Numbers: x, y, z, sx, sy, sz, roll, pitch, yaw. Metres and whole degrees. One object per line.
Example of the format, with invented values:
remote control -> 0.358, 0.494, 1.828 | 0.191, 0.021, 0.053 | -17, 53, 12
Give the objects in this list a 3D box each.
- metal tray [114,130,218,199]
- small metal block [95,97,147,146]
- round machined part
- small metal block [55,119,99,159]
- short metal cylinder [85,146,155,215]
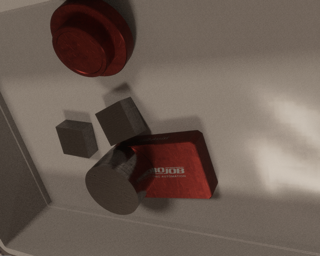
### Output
metal tray -> 0.006, 0.054, 0.434 | 0.130, 0.030, 0.090 | -7, 116, 30
small metal block -> -0.054, -0.008, 0.424 | 0.050, 0.025, 0.050 | -23, 94, 36
round machined part -> -0.084, -0.098, 0.362 | 0.098, 0.042, 0.097 | 15, 142, 12
small metal block -> -0.129, 0.017, 0.485 | 0.050, 0.025, 0.050 | 7, 122, 24
short metal cylinder -> -0.054, 0.071, 0.424 | 0.080, 0.050, 0.079 | 13, 124, 21
